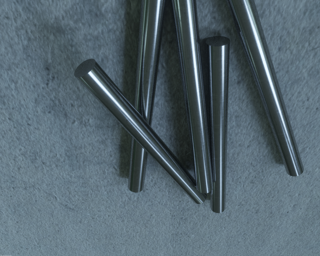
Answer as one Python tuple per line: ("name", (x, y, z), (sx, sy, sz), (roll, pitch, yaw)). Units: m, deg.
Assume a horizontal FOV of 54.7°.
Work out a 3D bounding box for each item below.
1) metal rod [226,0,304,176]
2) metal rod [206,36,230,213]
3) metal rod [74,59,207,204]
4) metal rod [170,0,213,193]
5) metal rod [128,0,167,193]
("metal rod", (0.135, -0.039, 0.375), (0.025, 0.025, 0.299), (-21, 127, 17))
("metal rod", (0.080, 0.020, 0.425), (0.025, 0.025, 0.298), (-6, 130, 4))
("metal rod", (-0.004, 0.027, 0.402), (0.025, 0.025, 0.300), (-22, 136, 17))
("metal rod", (0.043, -0.028, 0.374), (0.025, 0.025, 0.298), (-8, 127, 6))
("metal rod", (-0.021, -0.022, 0.388), (0.025, 0.025, 0.298), (5, 130, -4))
